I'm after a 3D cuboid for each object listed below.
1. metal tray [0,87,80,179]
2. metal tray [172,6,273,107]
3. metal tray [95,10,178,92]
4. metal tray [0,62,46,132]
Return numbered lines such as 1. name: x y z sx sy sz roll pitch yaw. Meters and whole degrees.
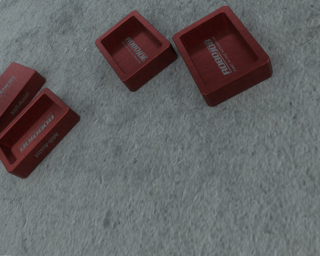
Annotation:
1. metal tray: -0.201 0.005 0.500 0.130 0.030 0.090 -49 52 -7
2. metal tray: 0.079 -0.101 0.419 0.090 0.030 0.130 -28 52 10
3. metal tray: -0.042 -0.127 0.498 0.090 0.030 0.130 -38 51 2
4. metal tray: -0.286 -0.058 0.583 0.090 0.030 0.130 22 73 35
